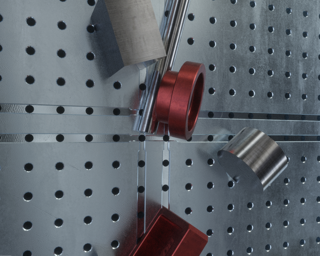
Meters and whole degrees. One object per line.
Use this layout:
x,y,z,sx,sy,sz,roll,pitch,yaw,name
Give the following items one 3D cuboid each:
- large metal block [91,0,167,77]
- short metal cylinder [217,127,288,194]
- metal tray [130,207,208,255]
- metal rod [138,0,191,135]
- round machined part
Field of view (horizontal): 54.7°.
-0.040,-0.111,0.369,0.050,0.080,0.080,-19,97,-19,large metal block
0.127,0.045,0.432,0.050,0.080,0.080,-41,103,-16,short metal cylinder
-0.006,0.168,0.377,0.030,0.090,0.130,39,77,-16,metal tray
0.020,-0.138,0.420,0.025,0.025,0.299,16,84,-20,metal rod
0.025,-0.036,0.394,0.042,0.098,0.098,13,85,15,round machined part
